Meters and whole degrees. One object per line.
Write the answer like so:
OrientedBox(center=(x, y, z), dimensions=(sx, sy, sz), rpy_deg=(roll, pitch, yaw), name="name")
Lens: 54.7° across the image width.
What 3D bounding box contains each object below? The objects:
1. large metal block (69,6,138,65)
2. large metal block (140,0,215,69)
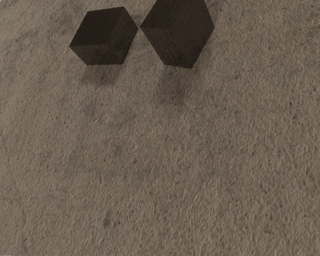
OrientedBox(center=(-0.095, -0.156, 0.532), dimensions=(0.080, 0.050, 0.080), rpy_deg=(5, 64, 30), name="large metal block")
OrientedBox(center=(0.028, -0.144, 0.441), dimensions=(0.050, 0.080, 0.080), rpy_deg=(18, 71, 34), name="large metal block")
